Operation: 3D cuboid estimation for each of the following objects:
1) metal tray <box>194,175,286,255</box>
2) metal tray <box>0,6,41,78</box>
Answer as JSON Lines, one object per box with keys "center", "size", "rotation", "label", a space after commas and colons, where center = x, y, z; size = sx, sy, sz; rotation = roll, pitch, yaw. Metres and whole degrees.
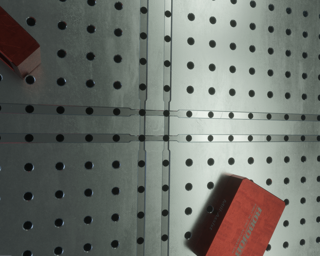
{"center": [0.120, 0.146, 0.456], "size": [0.090, 0.030, 0.130], "rotation": [32, 79, -18], "label": "metal tray"}
{"center": [-0.181, -0.112, 0.310], "size": [0.130, 0.090, 0.030], "rotation": [45, 76, -15], "label": "metal tray"}
